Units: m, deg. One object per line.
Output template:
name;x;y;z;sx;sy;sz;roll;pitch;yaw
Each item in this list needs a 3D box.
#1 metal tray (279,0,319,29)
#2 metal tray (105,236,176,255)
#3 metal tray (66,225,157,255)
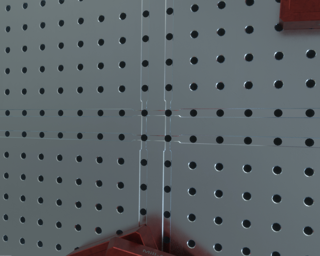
metal tray;0.203;-0.159;0.338;0.130;0.030;0.089;4;91;19
metal tray;-0.014;0.201;0.386;0.131;0.030;0.090;20;93;-5
metal tray;-0.062;0.200;0.430;0.130;0.030;0.090;-25;82;17
